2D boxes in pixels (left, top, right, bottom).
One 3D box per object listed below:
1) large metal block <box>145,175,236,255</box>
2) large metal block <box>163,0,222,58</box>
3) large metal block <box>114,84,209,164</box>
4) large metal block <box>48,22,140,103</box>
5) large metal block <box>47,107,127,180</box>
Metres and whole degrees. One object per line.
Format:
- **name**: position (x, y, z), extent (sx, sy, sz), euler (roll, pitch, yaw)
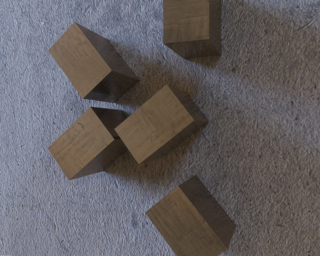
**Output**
- **large metal block**: position (0.040, 0.108, 0.366), extent (0.050, 0.080, 0.080), euler (-42, 77, 15)
- **large metal block**: position (0.041, -0.132, 0.365), extent (0.050, 0.080, 0.079), euler (0, 90, 20)
- **large metal block**: position (0.006, -0.004, 0.378), extent (0.080, 0.080, 0.050), euler (-39, 78, 16)
- **large metal block**: position (-0.084, -0.082, 0.409), extent (0.050, 0.080, 0.080), euler (-41, 77, 15)
- **large metal block**: position (-0.083, 0.019, 0.409), extent (0.080, 0.080, 0.050), euler (-41, 77, 15)
